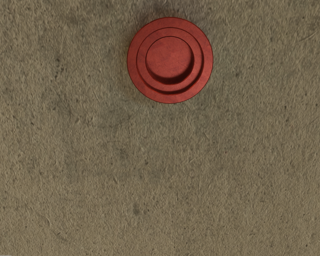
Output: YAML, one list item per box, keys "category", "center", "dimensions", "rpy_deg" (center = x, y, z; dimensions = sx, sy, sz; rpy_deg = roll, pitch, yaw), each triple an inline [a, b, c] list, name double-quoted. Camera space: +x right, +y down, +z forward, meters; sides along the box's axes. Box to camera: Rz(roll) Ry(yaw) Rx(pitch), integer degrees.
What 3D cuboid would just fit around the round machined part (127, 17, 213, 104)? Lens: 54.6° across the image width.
- category: "round machined part"
  center: [0.011, -0.082, 0.371]
  dimensions: [0.099, 0.042, 0.097]
  rpy_deg: [0, 110, 0]
